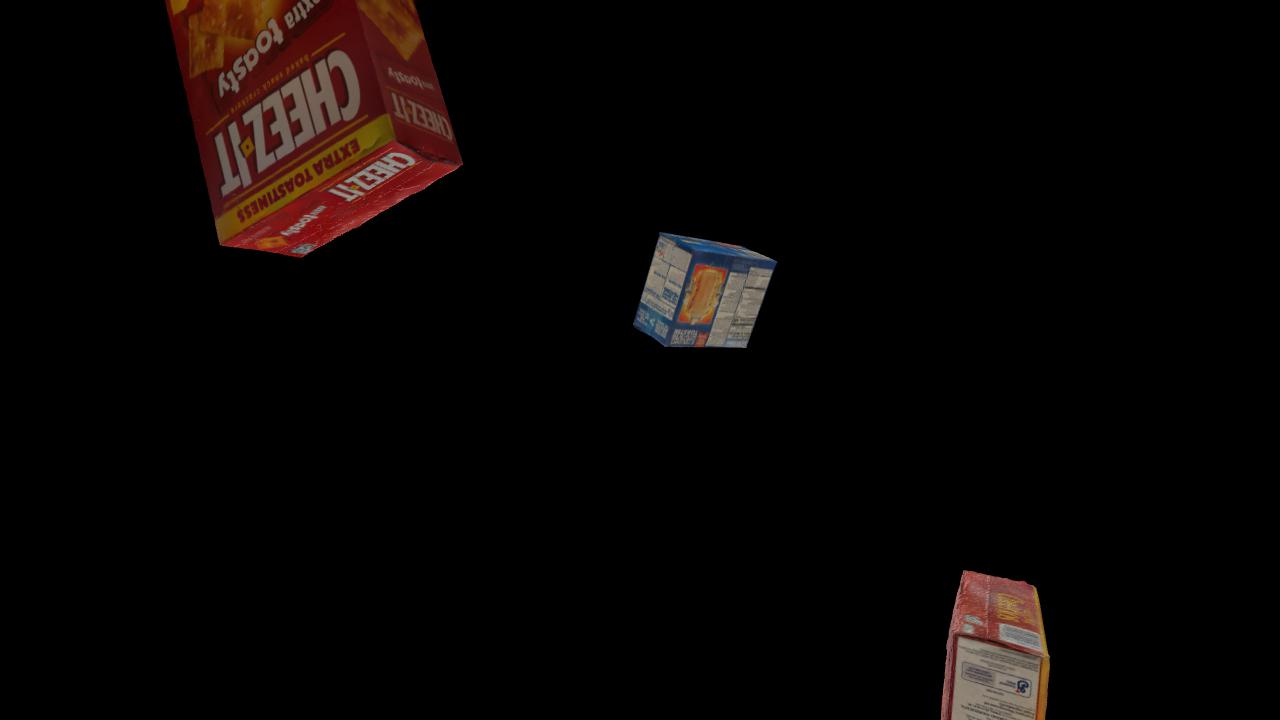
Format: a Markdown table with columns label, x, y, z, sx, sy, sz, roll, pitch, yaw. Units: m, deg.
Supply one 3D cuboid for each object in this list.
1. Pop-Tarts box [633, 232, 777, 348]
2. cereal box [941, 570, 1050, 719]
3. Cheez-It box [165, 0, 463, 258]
| label | x | y | z | sx | sy | sz | roll | pitch | yaw |
| --- | --- | --- | --- | --- | --- | --- | --- | --- | --- |
| Pop-Tarts box | 0.094 | -0.097 | 0.887 | 0.167 | 0.141 | 0.083 | 0 | 25 | -38 |
| cereal box | 0.333 | 0.386 | 0.593 | 0.081 | 0.306 | 0.203 | 5 | 0 | 30 |
| Cheez-It box | -0.232 | -0.204 | 0.421 | 0.166 | 0.223 | 0.071 | -20 | -6 | 23 |
